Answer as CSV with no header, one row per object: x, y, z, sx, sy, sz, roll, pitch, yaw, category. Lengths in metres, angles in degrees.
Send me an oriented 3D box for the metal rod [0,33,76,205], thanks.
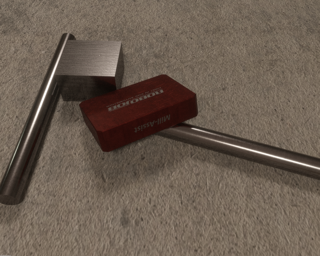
-0.161,-0.037,0.431,0.025,0.025,0.300,2,50,1,metal rod

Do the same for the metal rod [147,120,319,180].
0.122,0.030,0.379,0.301,0.025,0.025,15,52,12,metal rod

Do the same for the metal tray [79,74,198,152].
-0.029,-0.025,0.402,0.131,0.030,0.090,-22,35,-18,metal tray

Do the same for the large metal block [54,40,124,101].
-0.099,-0.084,0.457,0.081,0.050,0.080,2,50,1,large metal block
